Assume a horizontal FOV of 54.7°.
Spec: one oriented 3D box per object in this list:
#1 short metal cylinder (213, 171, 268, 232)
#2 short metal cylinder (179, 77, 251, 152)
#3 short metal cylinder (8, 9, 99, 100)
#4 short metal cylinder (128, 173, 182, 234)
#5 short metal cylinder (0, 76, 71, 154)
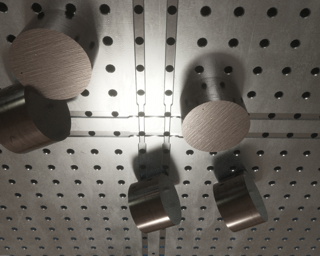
[{"bbox_3d":[0.123,0.112,0.473,0.050,0.080,0.080,-27,125,21],"label":"short metal cylinder"},{"bbox_3d":[0.065,-0.016,0.383,0.081,0.050,0.079,0,130,0],"label":"short metal cylinder"},{"bbox_3d":[-0.109,-0.077,0.328,0.081,0.050,0.079,-1,130,0],"label":"short metal cylinder"},{"bbox_3d":[-0.007,0.114,0.473,0.050,0.080,0.080,-21,127,17],"label":"short metal cylinder"},{"bbox_3d":[-0.149,-0.015,0.361,0.050,0.080,0.080,-19,128,15],"label":"short metal cylinder"}]
